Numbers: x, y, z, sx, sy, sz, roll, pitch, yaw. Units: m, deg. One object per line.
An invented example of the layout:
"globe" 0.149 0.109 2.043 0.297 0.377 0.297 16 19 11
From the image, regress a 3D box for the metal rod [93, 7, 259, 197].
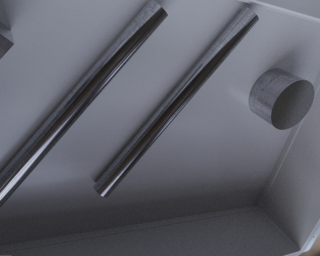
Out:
"metal rod" 0.017 -0.028 0.401 0.299 0.025 0.025 -50 129 7

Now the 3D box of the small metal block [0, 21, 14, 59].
"small metal block" -0.154 -0.069 0.266 0.050 0.050 0.025 -46 130 4

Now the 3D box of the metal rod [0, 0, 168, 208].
"metal rod" -0.101 -0.018 0.343 0.300 0.025 0.025 -48 129 5

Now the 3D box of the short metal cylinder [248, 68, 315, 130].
"short metal cylinder" 0.183 -0.044 0.468 0.081 0.050 0.079 -14 125 -21
